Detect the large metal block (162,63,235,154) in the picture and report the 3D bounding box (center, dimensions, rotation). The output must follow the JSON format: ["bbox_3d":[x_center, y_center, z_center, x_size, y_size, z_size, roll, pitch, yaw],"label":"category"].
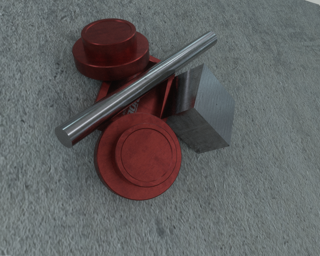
[{"bbox_3d":[0.055,-0.024,0.415,0.080,0.050,0.080,43,46,-31],"label":"large metal block"}]

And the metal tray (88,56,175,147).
[{"bbox_3d":[-0.033,-0.046,0.412,0.091,0.030,0.130,22,53,-15],"label":"metal tray"}]

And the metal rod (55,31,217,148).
[{"bbox_3d":[-0.008,-0.067,0.404,0.025,0.025,0.302,46,51,4],"label":"metal rod"}]

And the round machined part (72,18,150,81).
[{"bbox_3d":[-0.064,-0.107,0.400,0.099,0.042,0.098,-1,45,1],"label":"round machined part"}]

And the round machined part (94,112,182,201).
[{"bbox_3d":[-0.020,0.031,0.343,0.099,0.042,0.097,3,81,-21],"label":"round machined part"}]
